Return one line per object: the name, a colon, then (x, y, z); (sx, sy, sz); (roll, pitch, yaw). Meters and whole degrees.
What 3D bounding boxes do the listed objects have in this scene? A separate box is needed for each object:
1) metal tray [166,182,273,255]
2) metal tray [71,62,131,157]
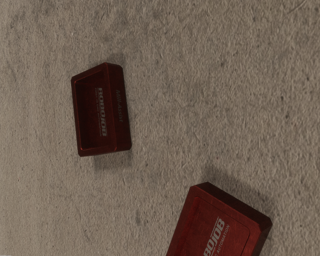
metal tray: (0.059, 0.139, 0.351); (0.090, 0.030, 0.129); (27, 107, 36)
metal tray: (-0.093, -0.025, 0.475); (0.090, 0.030, 0.129); (-12, 82, 39)
